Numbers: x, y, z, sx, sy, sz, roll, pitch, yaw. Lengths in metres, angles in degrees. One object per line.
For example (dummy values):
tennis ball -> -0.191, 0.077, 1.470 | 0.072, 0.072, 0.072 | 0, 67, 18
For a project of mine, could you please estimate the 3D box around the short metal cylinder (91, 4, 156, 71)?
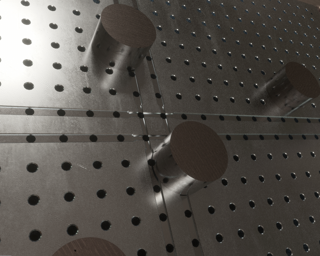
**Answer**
short metal cylinder -> -0.052, -0.129, 0.444 | 0.081, 0.050, 0.080 | 14, 56, -21

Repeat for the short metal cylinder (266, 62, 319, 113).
short metal cylinder -> 0.246, -0.075, 0.574 | 0.081, 0.050, 0.080 | 14, 56, -21

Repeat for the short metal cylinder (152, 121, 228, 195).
short metal cylinder -> 0.037, 0.038, 0.391 | 0.081, 0.050, 0.080 | 14, 56, -21

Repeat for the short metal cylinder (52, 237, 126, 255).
short metal cylinder -> -0.068, 0.142, 0.270 | 0.081, 0.050, 0.080 | 14, 56, -21
